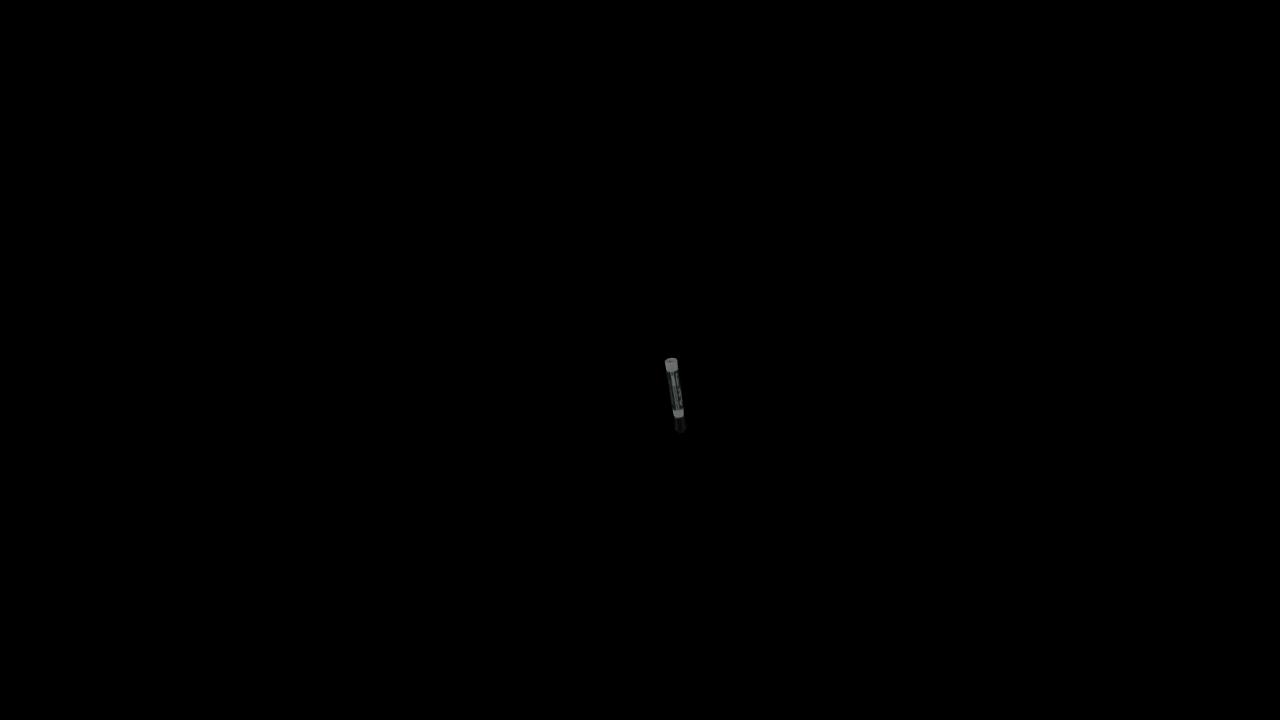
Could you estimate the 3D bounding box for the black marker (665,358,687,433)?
[{"bbox_3d":[0.054,0.055,0.923,0.020,0.121,0.020,-8,22,3],"label":"black marker"}]
